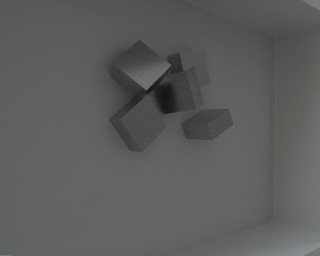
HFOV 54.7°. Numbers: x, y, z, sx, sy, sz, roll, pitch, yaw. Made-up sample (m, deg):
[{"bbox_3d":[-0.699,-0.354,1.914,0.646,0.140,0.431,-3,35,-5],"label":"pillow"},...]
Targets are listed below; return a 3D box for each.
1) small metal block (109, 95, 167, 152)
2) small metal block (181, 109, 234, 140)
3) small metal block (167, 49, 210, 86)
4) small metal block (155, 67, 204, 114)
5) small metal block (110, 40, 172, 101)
[{"bbox_3d":[-0.026,-0.006,0.384,0.050,0.025,0.050,-46,118,-30],"label":"small metal block"},{"bbox_3d":[0.068,-0.006,0.447,0.050,0.050,0.025,-32,110,-35],"label":"small metal block"},{"bbox_3d":[0.042,-0.082,0.441,0.050,0.025,0.050,-19,102,-38],"label":"small metal block"},{"bbox_3d":[0.024,-0.049,0.407,0.025,0.050,0.050,-37,115,-53],"label":"small metal block"},{"bbox_3d":[-0.023,-0.070,0.372,0.050,0.025,0.050,39,61,3],"label":"small metal block"}]
